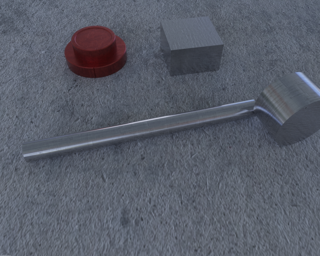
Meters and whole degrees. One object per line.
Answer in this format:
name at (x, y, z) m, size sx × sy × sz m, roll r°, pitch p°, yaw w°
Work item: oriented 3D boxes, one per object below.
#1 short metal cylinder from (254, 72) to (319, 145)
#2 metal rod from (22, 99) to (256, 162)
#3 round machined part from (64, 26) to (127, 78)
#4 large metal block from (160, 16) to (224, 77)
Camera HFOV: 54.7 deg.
short metal cylinder at (0.167, -0.023, 0.389) m, size 0.081 × 0.080 × 0.050 m, roll -16°, pitch 52°, yaw -13°
metal rod at (-0.017, 0.001, 0.401) m, size 0.302 × 0.025 × 0.025 m, roll -11°, pitch 51°, yaw -10°
round machined part at (-0.104, -0.128, 0.499) m, size 0.099 × 0.042 × 0.098 m, roll 0°, pitch 50°, yaw 0°
large metal block at (0.048, -0.133, 0.499) m, size 0.081 × 0.050 × 0.080 m, roll -8°, pitch 51°, yaw -8°
